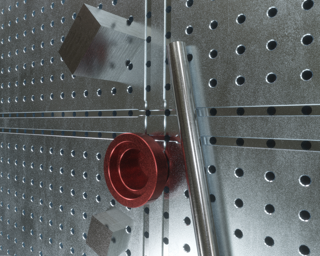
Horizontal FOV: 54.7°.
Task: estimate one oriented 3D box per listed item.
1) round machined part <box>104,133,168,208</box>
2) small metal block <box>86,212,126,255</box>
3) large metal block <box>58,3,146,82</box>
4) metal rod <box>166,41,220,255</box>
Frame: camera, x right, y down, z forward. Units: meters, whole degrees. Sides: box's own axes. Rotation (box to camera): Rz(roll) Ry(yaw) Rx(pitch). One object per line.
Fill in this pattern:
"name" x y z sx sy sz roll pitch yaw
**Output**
"round machined part" -0.028 0.055 0.419 0.098 0.042 0.097 0 90 39
"small metal block" -0.085 0.166 0.477 0.050 0.025 0.050 24 105 37
"large metal block" -0.082 -0.117 0.439 0.080 0.081 0.050 -50 61 28
"metal rod" 0.041 0.042 0.373 0.025 0.025 0.298 -14 81 39
